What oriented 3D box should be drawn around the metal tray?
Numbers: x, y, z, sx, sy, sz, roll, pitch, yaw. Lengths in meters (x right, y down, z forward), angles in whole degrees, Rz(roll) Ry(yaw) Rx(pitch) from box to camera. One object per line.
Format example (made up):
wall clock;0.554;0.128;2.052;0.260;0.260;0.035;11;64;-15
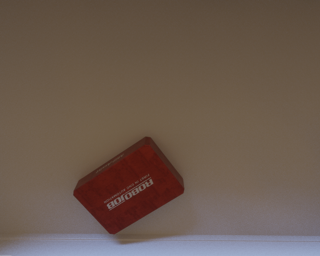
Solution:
metal tray;-0.043;0.083;0.439;0.130;0.030;0.090;-33;107;11
